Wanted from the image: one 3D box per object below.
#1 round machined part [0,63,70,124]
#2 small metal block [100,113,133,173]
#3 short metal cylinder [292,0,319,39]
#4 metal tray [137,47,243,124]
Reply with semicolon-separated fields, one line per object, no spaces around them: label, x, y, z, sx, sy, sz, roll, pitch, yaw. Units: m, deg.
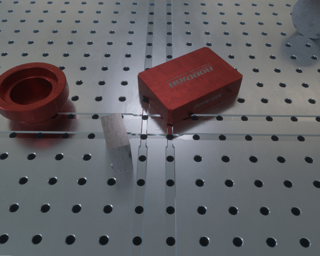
round machined part;-0.177;-0.045;0.433;0.099;0.042;0.098;0;50;0
small metal block;-0.052;0.018;0.376;0.025;0.050;0.050;-13;51;-11
short metal cylinder;0.284;-0.207;0.548;0.080;0.080;0.050;35;58;25
metal tray;0.044;-0.067;0.461;0.131;0.030;0.090;-26;55;-20
